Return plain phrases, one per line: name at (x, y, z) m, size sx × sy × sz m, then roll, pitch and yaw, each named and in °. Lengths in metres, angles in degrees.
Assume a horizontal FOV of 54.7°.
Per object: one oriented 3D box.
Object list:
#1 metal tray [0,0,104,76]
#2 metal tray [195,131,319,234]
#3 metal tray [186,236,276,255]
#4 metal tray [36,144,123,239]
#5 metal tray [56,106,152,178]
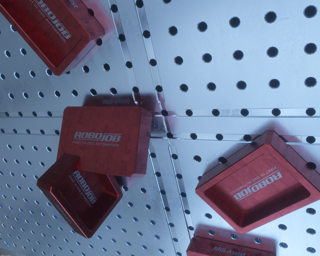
metal tray at (-0.144, -0.143, 0.393) m, size 0.090 × 0.030 × 0.130 m, roll -33°, pitch 100°, yaw 38°
metal tray at (0.119, 0.073, 0.389) m, size 0.090 × 0.030 × 0.129 m, roll 44°, pitch 129°, yaw -3°
metal tray at (0.112, 0.225, 0.487) m, size 0.130 × 0.030 × 0.089 m, roll 3°, pitch 120°, yaw 26°
metal tray at (-0.112, 0.092, 0.461) m, size 0.030 × 0.090 × 0.129 m, roll 14°, pitch 140°, yaw 33°
metal tray at (-0.079, 0.017, 0.426) m, size 0.130 × 0.030 × 0.090 m, roll 2°, pitch 81°, yaw 26°
